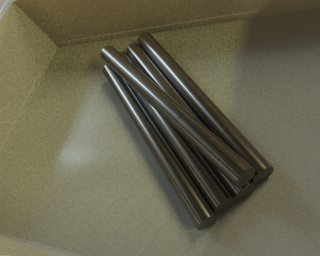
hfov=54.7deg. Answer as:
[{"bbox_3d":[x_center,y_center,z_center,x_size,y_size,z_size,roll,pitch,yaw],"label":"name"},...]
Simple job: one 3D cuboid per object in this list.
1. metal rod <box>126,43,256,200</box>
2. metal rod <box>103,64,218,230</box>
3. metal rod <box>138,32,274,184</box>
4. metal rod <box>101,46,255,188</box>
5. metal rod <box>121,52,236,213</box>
[{"bbox_3d":[0.022,-0.031,0.411,0.025,0.025,0.300,-37,51,4],"label":"metal rod"},{"bbox_3d":[-0.016,0.001,0.412,0.025,0.025,0.300,-37,51,4],"label":"metal rod"},{"bbox_3d":[0.041,-0.048,0.412,0.025,0.025,0.300,-37,51,4],"label":"metal rod"},{"bbox_3d":[0.000,-0.035,0.392,0.025,0.025,0.300,-43,51,-2],"label":"metal rod"},{"bbox_3d":[0.002,-0.017,0.413,0.025,0.025,0.300,-37,51,4],"label":"metal rod"}]
